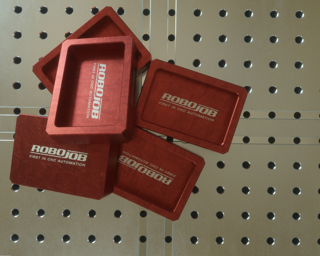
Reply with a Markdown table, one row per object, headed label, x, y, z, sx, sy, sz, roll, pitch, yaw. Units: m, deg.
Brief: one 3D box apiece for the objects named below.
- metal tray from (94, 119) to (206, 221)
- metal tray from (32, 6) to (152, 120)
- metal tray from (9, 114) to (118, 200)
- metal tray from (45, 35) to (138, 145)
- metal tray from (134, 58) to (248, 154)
| label | x | y | z | sx | sy | sz | roll | pitch | yaw |
| --- | --- | --- | --- | --- | --- | --- | --- | --- | --- |
| metal tray | -0.018 | 0.053 | 0.410 | 0.130 | 0.030 | 0.090 | 25 | 90 | 0 |
| metal tray | -0.087 | -0.083 | 0.409 | 0.130 | 0.030 | 0.090 | -39 | 89 | 0 |
| metal tray | -0.121 | 0.034 | 0.393 | 0.130 | 0.030 | 0.090 | 7 | 91 | 14 |
| metal tray | -0.076 | -0.047 | 0.368 | 0.090 | 0.030 | 0.130 | -2 | 66 | 7 |
| metal tray | 0.038 | -0.028 | 0.410 | 0.131 | 0.030 | 0.090 | 18 | 91 | 0 |
